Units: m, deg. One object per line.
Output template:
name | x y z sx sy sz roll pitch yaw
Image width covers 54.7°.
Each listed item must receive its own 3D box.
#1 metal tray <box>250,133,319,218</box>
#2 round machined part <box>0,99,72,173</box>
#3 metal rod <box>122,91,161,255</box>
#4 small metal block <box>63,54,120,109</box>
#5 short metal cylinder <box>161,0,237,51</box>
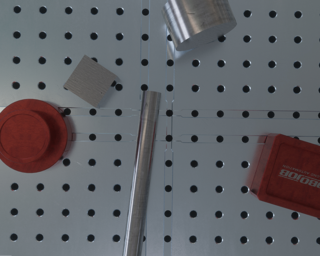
metal tray | 0.199 0.067 0.412 0.131 0.030 0.090 17 90 0
round machined part | -0.170 0.010 0.403 0.099 0.042 0.097 0 90 0
metal rod | -0.029 0.100 0.413 0.025 0.025 0.298 7 90 0
small metal block | -0.090 -0.061 0.413 0.050 0.025 0.050 34 90 0
short metal cylinder | 0.048 -0.136 0.386 0.080 0.080 0.050 -21 90 0
